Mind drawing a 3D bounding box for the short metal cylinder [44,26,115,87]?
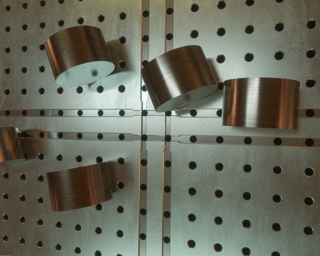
[{"bbox_3d":[-0.108,-0.095,0.420,0.080,0.080,0.050,-22,83,18],"label":"short metal cylinder"}]

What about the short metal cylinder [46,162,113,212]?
[{"bbox_3d":[-0.108,0.077,0.420,0.080,0.080,0.050,-11,86,19],"label":"short metal cylinder"}]

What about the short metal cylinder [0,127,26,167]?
[{"bbox_3d":[-0.253,0.034,0.471,0.080,0.080,0.050,-18,84,19],"label":"short metal cylinder"}]

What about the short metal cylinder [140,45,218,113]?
[{"bbox_3d":[0.023,-0.057,0.375,0.080,0.080,0.050,-24,82,18],"label":"short metal cylinder"}]

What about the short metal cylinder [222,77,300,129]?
[{"bbox_3d":[0.111,-0.025,0.344,0.080,0.080,0.050,3,91,19],"label":"short metal cylinder"}]
